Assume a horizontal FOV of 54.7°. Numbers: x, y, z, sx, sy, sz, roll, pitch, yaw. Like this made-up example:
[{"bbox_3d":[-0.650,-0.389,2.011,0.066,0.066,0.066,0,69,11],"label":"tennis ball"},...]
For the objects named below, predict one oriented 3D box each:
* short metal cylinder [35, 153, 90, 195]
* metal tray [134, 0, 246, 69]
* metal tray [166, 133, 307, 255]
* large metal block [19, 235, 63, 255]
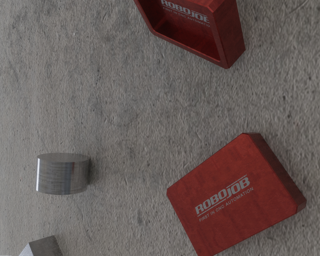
[{"bbox_3d":[-0.156,0.071,0.498,0.080,0.081,0.050,8,95,39],"label":"short metal cylinder"},{"bbox_3d":[0.026,-0.124,0.339,0.130,0.090,0.030,36,81,34],"label":"metal tray"},{"bbox_3d":[0.075,0.076,0.340,0.129,0.030,0.090,-43,64,31],"label":"metal tray"},{"bbox_3d":[-0.219,0.259,0.570,0.080,0.050,0.080,-50,61,28],"label":"large metal block"}]
